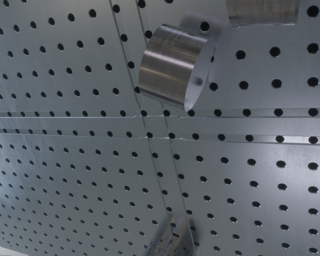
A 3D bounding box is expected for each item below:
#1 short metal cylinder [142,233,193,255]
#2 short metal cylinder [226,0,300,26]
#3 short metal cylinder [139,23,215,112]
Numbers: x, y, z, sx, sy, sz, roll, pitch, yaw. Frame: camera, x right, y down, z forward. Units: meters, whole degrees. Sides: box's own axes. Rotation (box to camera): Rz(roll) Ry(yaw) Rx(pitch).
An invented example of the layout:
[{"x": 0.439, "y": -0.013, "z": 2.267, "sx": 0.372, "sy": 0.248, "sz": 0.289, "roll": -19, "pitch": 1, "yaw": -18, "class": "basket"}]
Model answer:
[{"x": 0.011, "y": 0.228, "z": 0.531, "sx": 0.080, "sy": 0.050, "sz": 0.079, "roll": 13, "pitch": 124, "yaw": 21, "class": "short metal cylinder"}, {"x": 0.088, "y": -0.125, "z": 0.252, "sx": 0.050, "sy": 0.080, "sz": 0.079, "roll": 7, "pitch": 122, "yaw": 24, "class": "short metal cylinder"}, {"x": 0.019, "y": -0.063, "z": 0.327, "sx": 0.050, "sy": 0.080, "sz": 0.079, "roll": 22, "pitch": 127, "yaw": 15, "class": "short metal cylinder"}]
